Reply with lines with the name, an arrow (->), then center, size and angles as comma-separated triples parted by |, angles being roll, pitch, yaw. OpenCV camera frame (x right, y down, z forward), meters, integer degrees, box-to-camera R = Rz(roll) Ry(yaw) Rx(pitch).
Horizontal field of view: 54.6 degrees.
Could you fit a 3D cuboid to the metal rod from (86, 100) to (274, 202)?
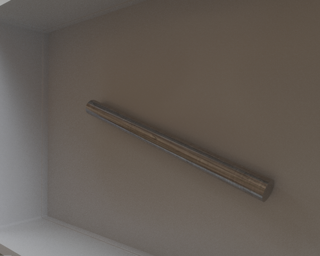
metal rod -> 0.001, 0.015, 0.405 | 0.300, 0.025, 0.025 | 24, 105, 37
